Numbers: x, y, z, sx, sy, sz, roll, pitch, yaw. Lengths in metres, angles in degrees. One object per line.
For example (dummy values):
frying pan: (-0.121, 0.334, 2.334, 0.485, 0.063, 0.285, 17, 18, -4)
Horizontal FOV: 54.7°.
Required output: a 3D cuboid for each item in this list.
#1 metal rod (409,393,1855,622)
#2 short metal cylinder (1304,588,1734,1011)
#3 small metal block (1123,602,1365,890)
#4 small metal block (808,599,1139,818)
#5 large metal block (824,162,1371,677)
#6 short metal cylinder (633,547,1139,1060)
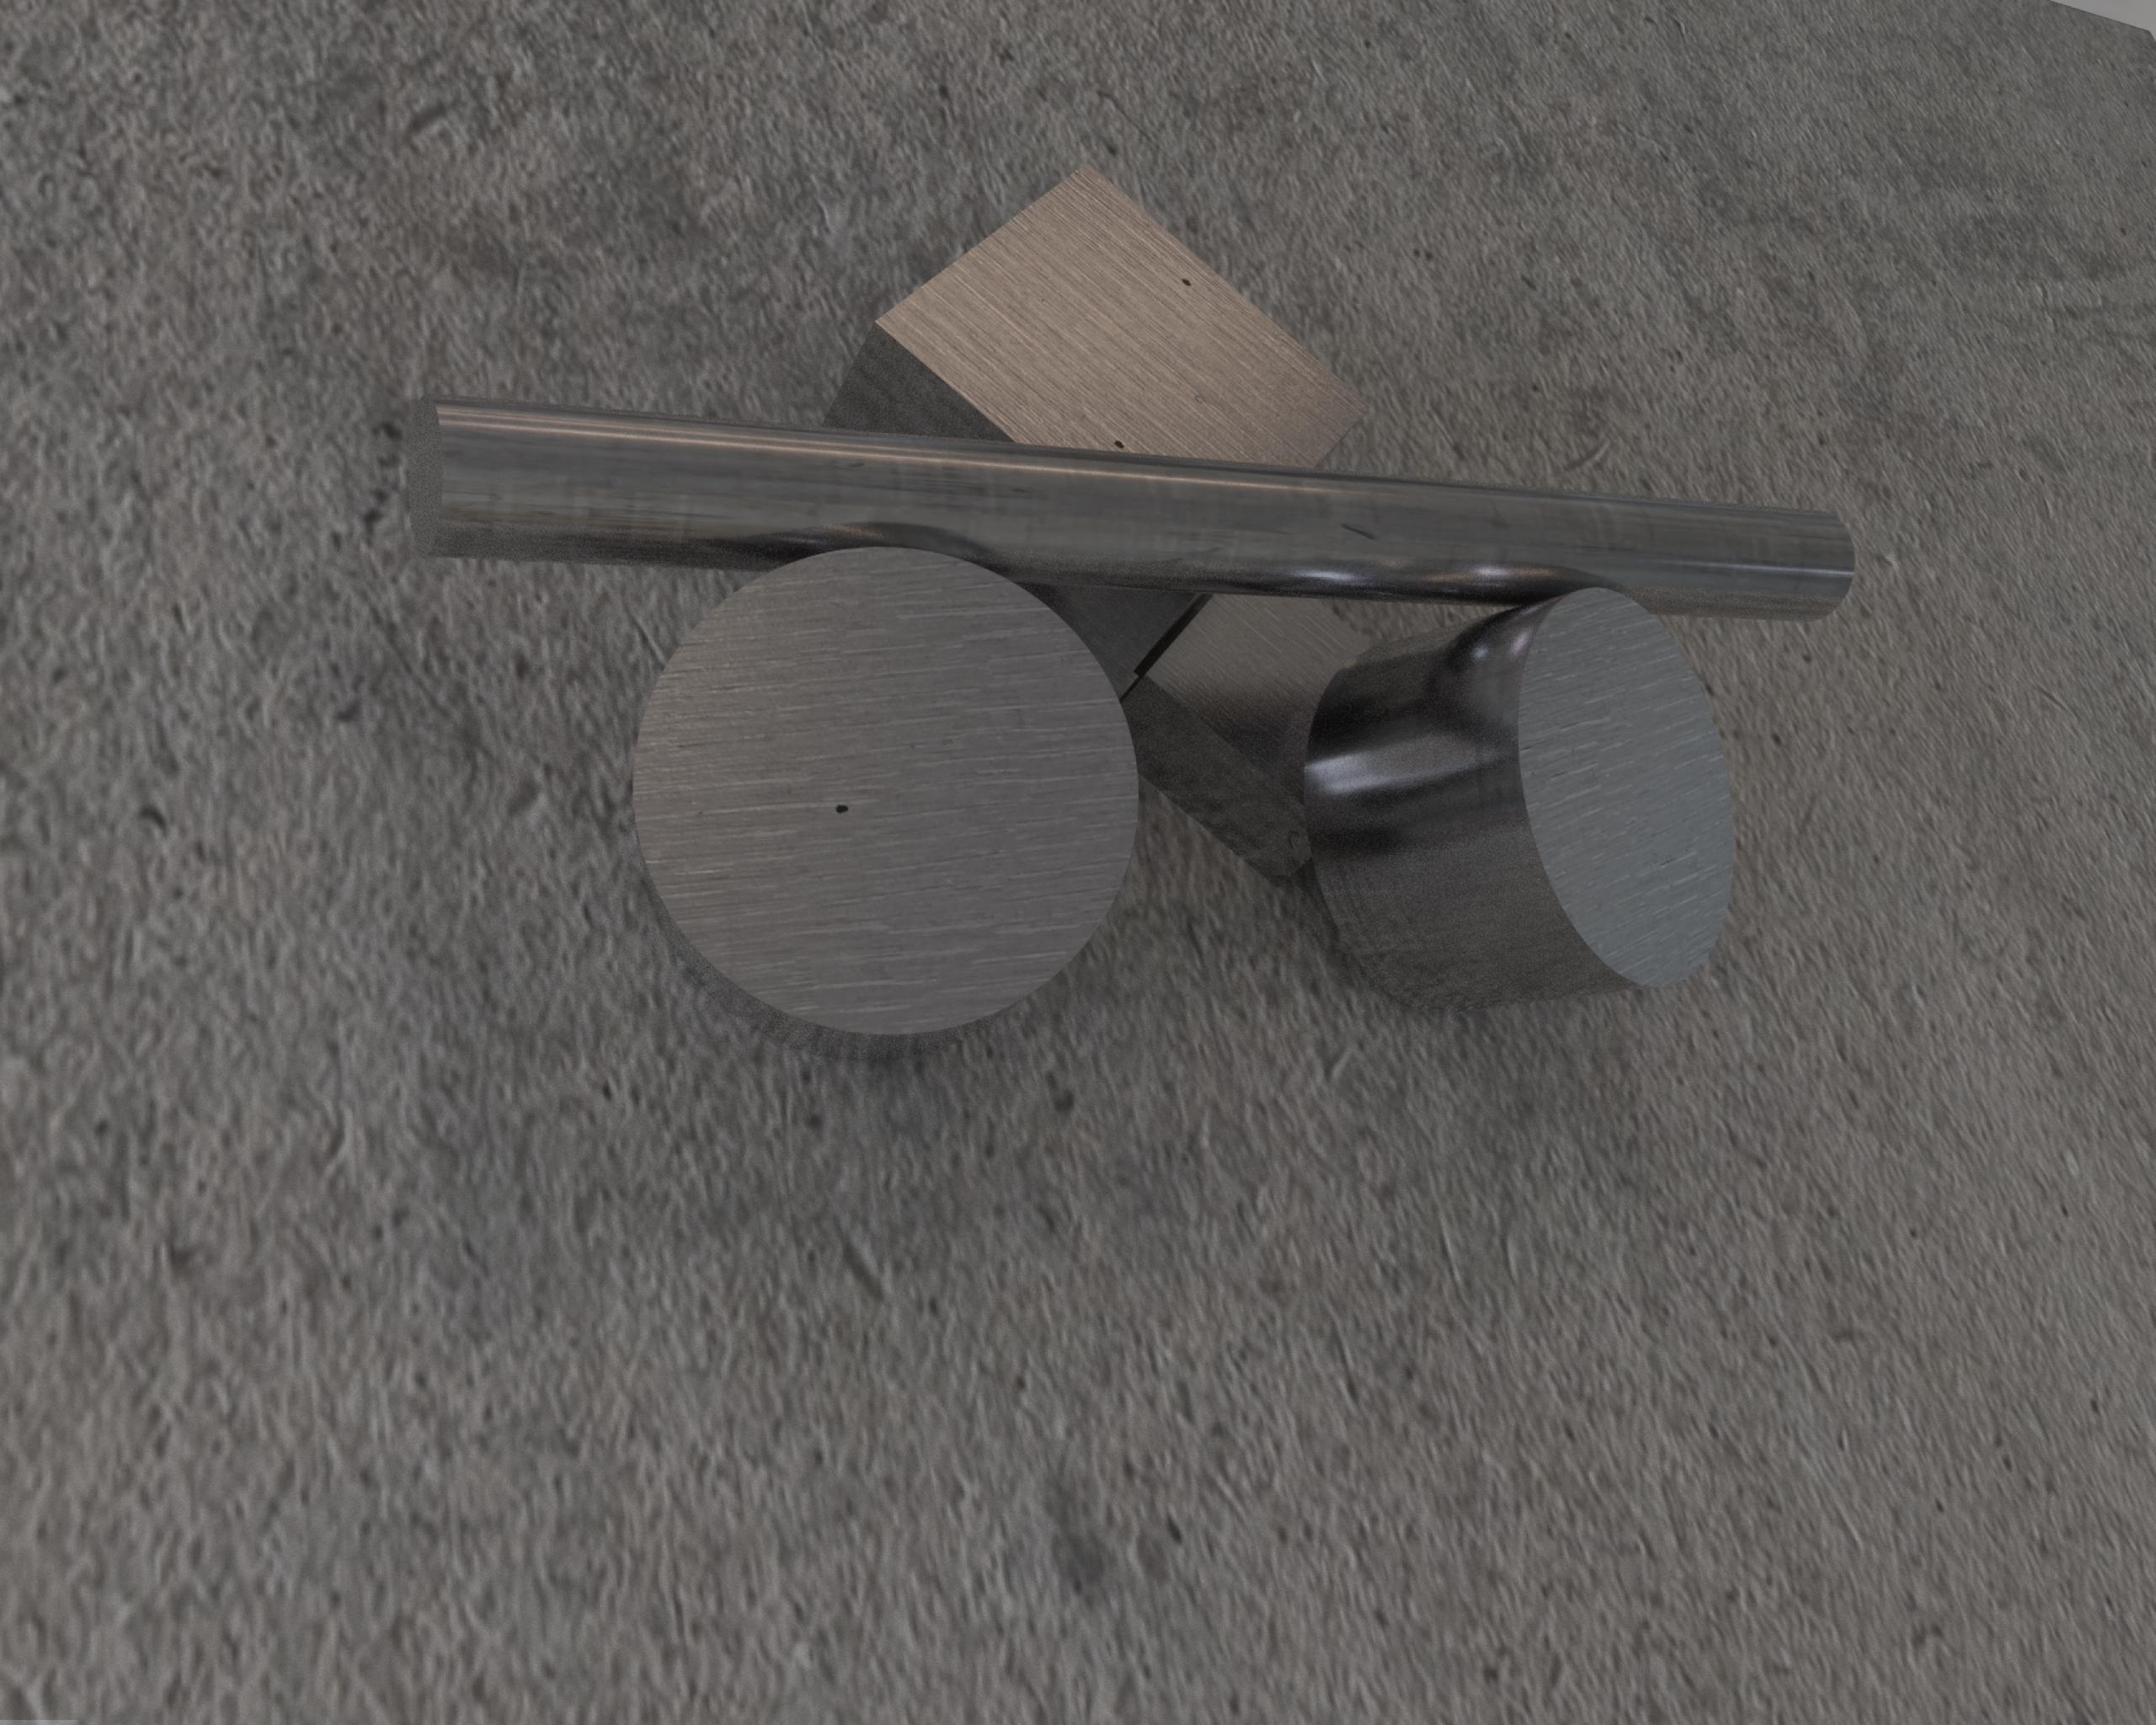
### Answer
metal rod: (0.032, -0.063, 0.394, 0.303, 0.025, 0.025, -1, 63, -29)
short metal cylinder: (0.091, -0.011, 0.427, 0.081, 0.050, 0.080, 13, 72, -44)
small metal block: (0.040, -0.031, 0.445, 0.050, 0.025, 0.050, 40, 51, -1)
small metal block: (-0.025, -0.033, 0.412, 0.050, 0.025, 0.050, 40, 50, -1)
large metal block: (0.002, -0.089, 0.442, 0.080, 0.050, 0.080, 41, 51, -1)
short metal cylinder: (-0.034, -0.008, 0.357, 0.081, 0.050, 0.080, 2, 79, -10)
